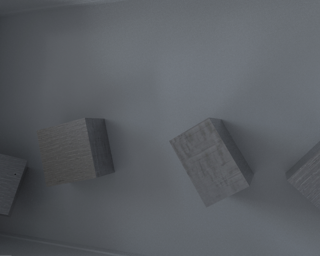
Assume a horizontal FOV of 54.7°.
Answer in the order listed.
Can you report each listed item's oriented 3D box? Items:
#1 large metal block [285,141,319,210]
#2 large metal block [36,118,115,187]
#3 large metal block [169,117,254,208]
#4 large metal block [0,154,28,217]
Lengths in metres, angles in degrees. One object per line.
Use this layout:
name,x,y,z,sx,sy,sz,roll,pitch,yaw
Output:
large metal block,0.195,0.052,0.328,0.080,0.050,0.080,45,104,14
large metal block,-0.119,0.034,0.439,0.080,0.050,0.080,-13,86,19
large metal block,0.063,0.036,0.359,0.050,0.080,0.080,-32,80,17
large metal block,-0.247,0.080,0.450,0.081,0.050,0.080,17,66,-15
